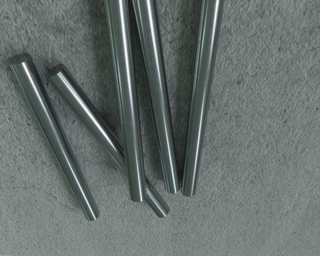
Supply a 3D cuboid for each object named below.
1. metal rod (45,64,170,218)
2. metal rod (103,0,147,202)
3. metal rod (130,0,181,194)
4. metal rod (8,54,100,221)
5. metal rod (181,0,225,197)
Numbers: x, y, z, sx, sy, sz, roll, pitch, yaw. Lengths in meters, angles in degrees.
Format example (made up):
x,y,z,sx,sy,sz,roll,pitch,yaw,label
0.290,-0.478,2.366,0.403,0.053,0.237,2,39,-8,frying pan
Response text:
x,y,z,sx,sy,sz,roll,pitch,yaw,label
-0.057,0.039,0.439,0.025,0.025,0.299,-19,128,15,metal rod
-0.038,-0.022,0.370,0.025,0.025,0.298,-2,125,1,metal rod
0.001,-0.019,0.390,0.025,0.025,0.298,-6,130,4,metal rod
-0.135,0.037,0.436,0.025,0.025,0.298,-6,130,4,metal rod
0.048,-0.014,0.395,0.025,0.025,0.298,0,130,-1,metal rod
